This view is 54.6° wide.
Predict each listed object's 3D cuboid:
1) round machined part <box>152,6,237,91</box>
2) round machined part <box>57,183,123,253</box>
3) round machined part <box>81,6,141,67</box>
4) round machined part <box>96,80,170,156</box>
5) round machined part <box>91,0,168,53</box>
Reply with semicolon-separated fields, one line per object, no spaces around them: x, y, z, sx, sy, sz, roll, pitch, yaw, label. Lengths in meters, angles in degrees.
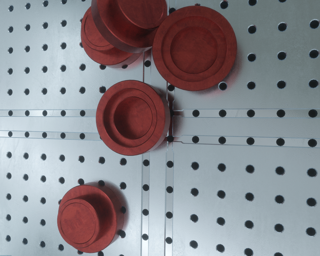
0.042;-0.094;0.380;0.098;0.042;0.097;1;97;5;round machined part
-0.106;0.130;0.441;0.098;0.042;0.097;0;90;20;round machined part
-0.068;-0.136;0.428;0.098;0.042;0.097;0;90;20;round machined part
-0.032;-0.013;0.415;0.098;0.042;0.097;0;90;20;round machined part
-0.030;-0.147;0.383;0.042;0.099;0.098;-16;83;57;round machined part
